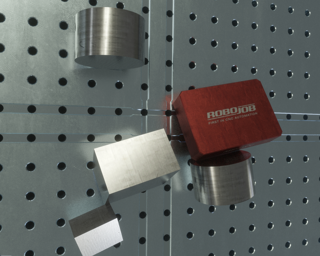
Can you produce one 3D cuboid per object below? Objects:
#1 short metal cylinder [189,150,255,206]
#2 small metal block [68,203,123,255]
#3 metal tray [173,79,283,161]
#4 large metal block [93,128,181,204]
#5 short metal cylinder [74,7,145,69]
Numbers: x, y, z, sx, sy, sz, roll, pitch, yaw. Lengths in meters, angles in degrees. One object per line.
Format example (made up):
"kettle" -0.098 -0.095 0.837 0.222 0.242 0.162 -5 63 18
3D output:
"short metal cylinder" 0.083 0.063 0.412 0.081 0.080 0.050 -12 99 -20
"small metal block" -0.076 0.124 0.372 0.050 0.025 0.050 -21 133 -19
"metal tray" 0.093 -0.014 0.428 0.131 0.030 0.090 -12 73 -20
"large metal block" -0.032 0.048 0.365 0.081 0.080 0.050 -16 73 -19
"short metal cylinder" -0.058 -0.101 0.362 0.081 0.080 0.050 1 90 -20
